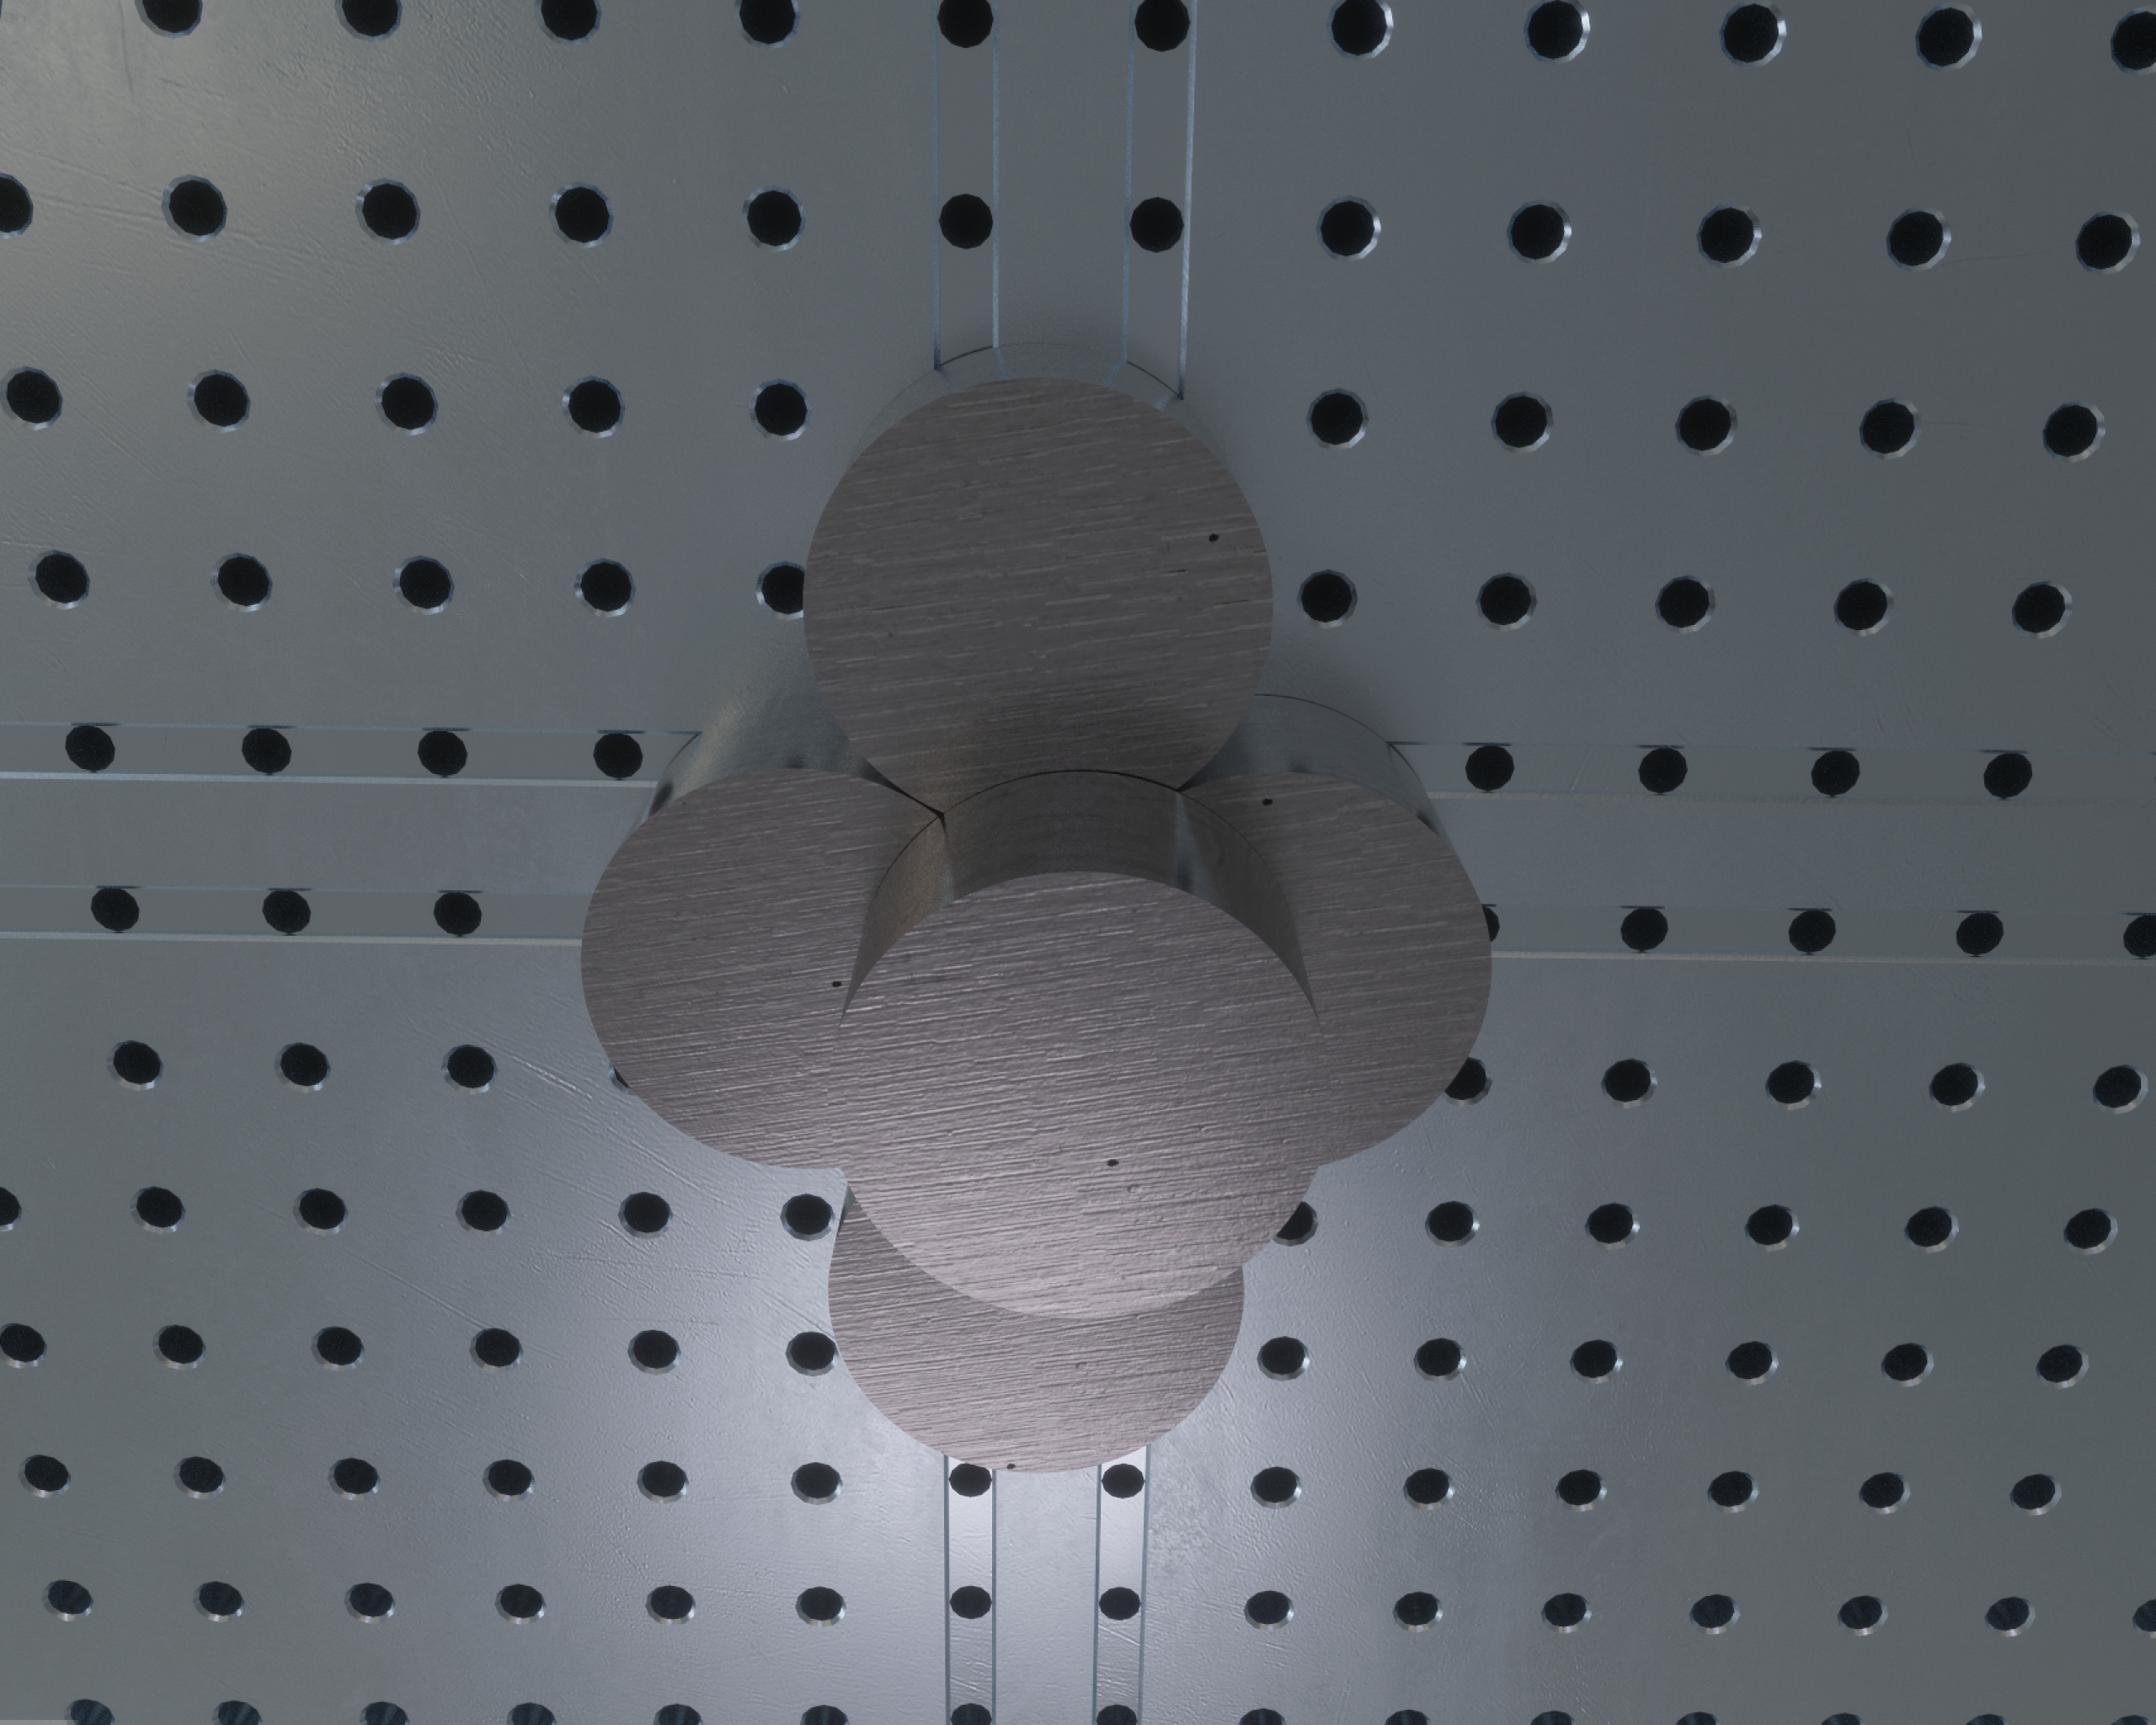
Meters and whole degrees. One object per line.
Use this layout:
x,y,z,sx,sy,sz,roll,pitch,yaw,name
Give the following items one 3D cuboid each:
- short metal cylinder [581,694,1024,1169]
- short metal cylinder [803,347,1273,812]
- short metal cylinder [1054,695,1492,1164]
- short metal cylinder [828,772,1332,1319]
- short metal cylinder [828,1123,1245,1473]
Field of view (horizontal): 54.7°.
-0.050,0.012,0.404,0.081,0.050,0.079,0,110,0,short metal cylinder
-0.007,-0.051,0.381,0.081,0.050,0.079,-1,110,-1,short metal cylinder
0.035,0.013,0.404,0.081,0.050,0.079,0,110,0,short metal cylinder
0.000,0.030,0.357,0.081,0.050,0.079,0,110,0,short metal cylinder
-0.008,0.076,0.427,0.081,0.050,0.079,0,108,-1,short metal cylinder
